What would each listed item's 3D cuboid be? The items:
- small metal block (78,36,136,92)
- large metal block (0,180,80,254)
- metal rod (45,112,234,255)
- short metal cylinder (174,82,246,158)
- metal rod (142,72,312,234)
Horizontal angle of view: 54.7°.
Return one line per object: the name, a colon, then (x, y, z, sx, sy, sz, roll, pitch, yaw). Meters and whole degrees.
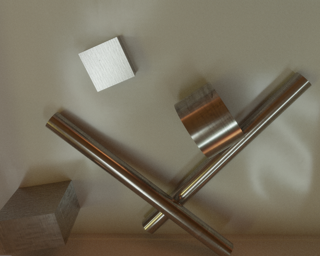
small metal block: (-0.063, -0.079, 0.381, 0.050, 0.025, 0.050, -22, 109, 7)
large metal block: (-0.164, 0.119, 0.423, 0.080, 0.080, 0.050, -9, 110, 3)
metal rod: (-0.023, 0.080, 0.420, 0.301, 0.025, 0.025, 38, 106, -6)
short metal cylinder: (0.061, -0.010, 0.379, 0.050, 0.080, 0.080, -33, 107, 11)
metal rod: (0.082, 0.043, 0.428, 0.025, 0.025, 0.299, 40, 105, -14)
